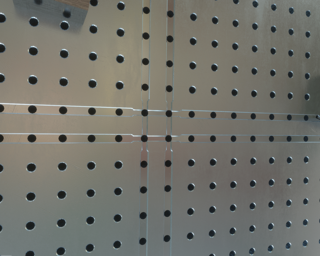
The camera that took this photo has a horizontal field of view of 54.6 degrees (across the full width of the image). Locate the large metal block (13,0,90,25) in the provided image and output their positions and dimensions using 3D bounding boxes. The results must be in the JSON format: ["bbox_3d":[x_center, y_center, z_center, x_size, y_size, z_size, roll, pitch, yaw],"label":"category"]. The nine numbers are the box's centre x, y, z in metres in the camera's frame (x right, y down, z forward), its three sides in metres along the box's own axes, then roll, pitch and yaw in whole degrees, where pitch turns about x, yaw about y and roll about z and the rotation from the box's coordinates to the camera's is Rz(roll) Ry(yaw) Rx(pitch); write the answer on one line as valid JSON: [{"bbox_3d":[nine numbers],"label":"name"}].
[{"bbox_3d":[-0.118,-0.176,0.355,0.081,0.050,0.080,11,86,-20],"label":"large metal block"}]

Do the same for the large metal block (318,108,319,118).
[{"bbox_3d":[0.322,-0.044,0.517,0.080,0.050,0.080,18,84,-19],"label":"large metal block"}]
